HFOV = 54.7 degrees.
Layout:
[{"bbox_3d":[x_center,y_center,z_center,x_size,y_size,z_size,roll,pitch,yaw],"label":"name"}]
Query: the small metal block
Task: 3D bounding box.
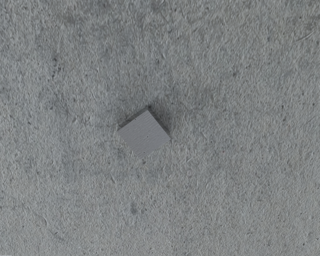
[{"bbox_3d":[-0.021,0.005,0.413,0.050,0.025,0.050,-35,107,11],"label":"small metal block"}]
